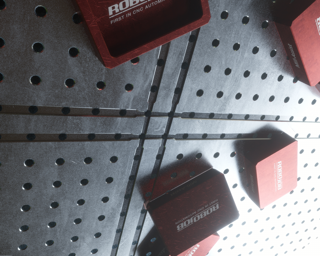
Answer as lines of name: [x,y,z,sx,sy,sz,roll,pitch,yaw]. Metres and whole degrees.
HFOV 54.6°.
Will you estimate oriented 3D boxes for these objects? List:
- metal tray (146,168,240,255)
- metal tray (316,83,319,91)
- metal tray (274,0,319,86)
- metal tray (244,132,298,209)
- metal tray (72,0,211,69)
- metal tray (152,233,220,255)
metal tray: [0.055,0.134,0.499,0.131,0.030,0.090,-27,106,-12]
metal tray: [0.324,-0.106,0.517,0.090,0.030,0.130,31,101,-38]
metal tray: [0.227,-0.134,0.448,0.090,0.030,0.130,-43,129,1]
metal tray: [0.207,0.081,0.569,0.090,0.030,0.130,-27,128,-11]
metal tray: [-0.017,-0.129,0.318,0.131,0.030,0.090,-28,128,-11]
metal tray: [0.039,0.230,0.571,0.090,0.030,0.130,27,104,-37]
